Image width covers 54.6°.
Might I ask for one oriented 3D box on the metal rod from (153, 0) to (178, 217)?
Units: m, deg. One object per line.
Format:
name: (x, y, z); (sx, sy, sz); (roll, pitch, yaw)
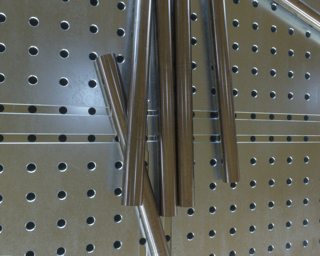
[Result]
metal rod: (0.007, -0.033, 0.414); (0.025, 0.025, 0.298); (-2, 91, -20)

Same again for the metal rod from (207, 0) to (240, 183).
metal rod: (0.090, -0.072, 0.445); (0.025, 0.025, 0.298); (-6, 92, -20)

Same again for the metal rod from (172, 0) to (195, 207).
metal rod: (0.032, -0.044, 0.423); (0.025, 0.025, 0.298); (-2, 91, -20)

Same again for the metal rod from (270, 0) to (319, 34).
metal rod: (0.176, -0.209, 0.476); (0.302, 0.025, 0.025); (23, 82, -19)

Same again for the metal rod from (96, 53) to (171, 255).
metal rod: (-0.030, 0.054, 0.401); (0.025, 0.025, 0.299); (-17, 96, -19)

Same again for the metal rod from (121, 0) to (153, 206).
metal rod: (-0.026, -0.058, 0.383); (0.025, 0.025, 0.299); (6, 81, -20)
